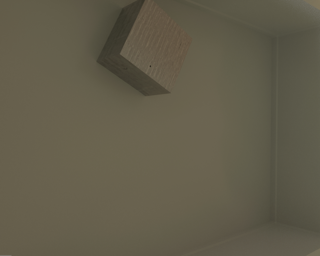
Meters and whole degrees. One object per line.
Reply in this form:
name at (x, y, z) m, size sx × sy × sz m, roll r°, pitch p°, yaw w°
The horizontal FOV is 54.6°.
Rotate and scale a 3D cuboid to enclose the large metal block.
large metal block at (-0.016, -0.095, 0.375) m, size 0.080 × 0.050 × 0.080 m, roll 33°, pitch 70°, yaw -35°
